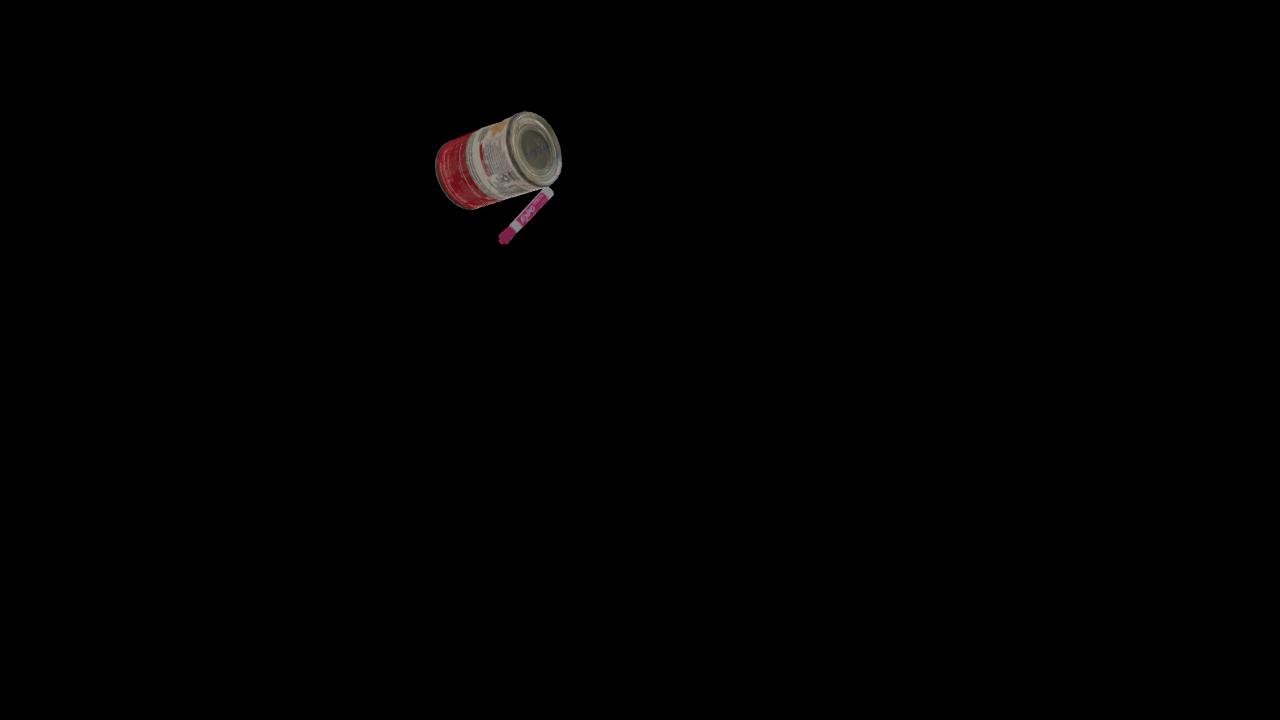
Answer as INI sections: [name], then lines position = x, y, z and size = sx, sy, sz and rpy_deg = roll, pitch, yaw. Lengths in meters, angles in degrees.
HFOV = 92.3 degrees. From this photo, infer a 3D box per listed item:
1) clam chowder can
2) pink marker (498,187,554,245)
[clam chowder can]
position = -0.131, -0.183, 0.571
size = 0.102, 0.068, 0.068
rpy_deg = -4, -2, 36
[pink marker]
position = -0.179, -0.226, 0.963
size = 0.020, 0.121, 0.020
rpy_deg = 33, -19, 13
